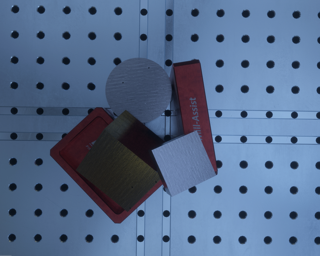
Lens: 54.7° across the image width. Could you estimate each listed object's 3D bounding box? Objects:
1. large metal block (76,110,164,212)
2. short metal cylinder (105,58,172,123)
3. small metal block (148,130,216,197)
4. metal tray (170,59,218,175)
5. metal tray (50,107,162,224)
[{"bbox_3d":[-0.040,0.040,0.369,0.080,0.050,0.080,40,125,-1],"label":"large metal block"},{"bbox_3d":[-0.026,-0.046,0.400,0.081,0.050,0.079,0,90,-1],"label":"short metal cylinder"},{"bbox_3d":[0.022,0.036,0.319,0.050,0.025,0.050,-24,91,-12],"label":"small metal block"},{"bbox_3d":[0.039,-0.010,0.381,0.030,0.090,0.129,-9,90,0],"label":"metal tray"},{"bbox_3d":[-0.066,0.048,0.409,0.090,0.030,0.130,-43,91,0],"label":"metal tray"}]
